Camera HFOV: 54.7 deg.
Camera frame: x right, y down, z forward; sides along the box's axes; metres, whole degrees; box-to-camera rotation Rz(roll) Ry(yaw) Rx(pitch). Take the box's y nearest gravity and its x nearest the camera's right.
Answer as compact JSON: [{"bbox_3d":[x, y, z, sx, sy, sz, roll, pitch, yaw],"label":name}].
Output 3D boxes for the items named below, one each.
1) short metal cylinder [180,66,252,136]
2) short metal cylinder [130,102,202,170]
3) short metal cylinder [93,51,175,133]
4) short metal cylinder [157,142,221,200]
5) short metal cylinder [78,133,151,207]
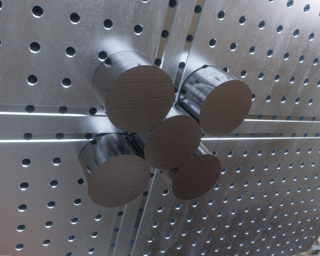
[{"bbox_3d":[0.074,-0.036,0.413,0.081,0.050,0.079,-14,125,-21],"label":"short metal cylinder"},{"bbox_3d":[0.007,0.007,0.404,0.081,0.050,0.079,-14,125,-21],"label":"short metal cylinder"},{"bbox_3d":[-0.030,-0.041,0.353,0.081,0.050,0.079,-14,125,-21],"label":"short metal cylinder"},{"bbox_3d":[0.042,0.058,0.455,0.081,0.050,0.079,-14,125,-21],"label":"short metal cylinder"},{"bbox_3d":[-0.059,0.054,0.396,0.081,0.050,0.079,-14,125,-21],"label":"short metal cylinder"}]
